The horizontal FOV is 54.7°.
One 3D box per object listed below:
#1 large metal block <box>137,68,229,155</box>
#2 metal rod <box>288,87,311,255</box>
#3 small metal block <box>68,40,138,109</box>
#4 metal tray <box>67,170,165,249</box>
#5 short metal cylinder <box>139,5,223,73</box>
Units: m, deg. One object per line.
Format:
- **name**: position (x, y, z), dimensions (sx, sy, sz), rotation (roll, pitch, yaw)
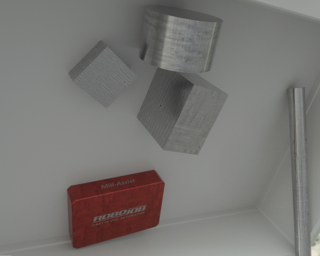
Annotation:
- **large metal block**: position (0.023, -0.025, 0.372), dimensions (0.050, 0.080, 0.079), rotation (11, 113, -34)
- **metal rod**: position (0.232, 0.083, 0.511), dimensions (0.025, 0.025, 0.298), rotation (-9, 98, -24)
- **small metal block**: position (-0.062, -0.058, 0.340), dimensions (0.050, 0.025, 0.050), rotation (-45, 130, 3)
- **metal tray**: position (-0.062, 0.115, 0.444), dimensions (0.131, 0.030, 0.089), rotation (-8, 122, -25)
- **short metal cylinder**: position (0.021, -0.095, 0.327), dimensions (0.081, 0.080, 0.050), rotation (-4, 121, -27)
